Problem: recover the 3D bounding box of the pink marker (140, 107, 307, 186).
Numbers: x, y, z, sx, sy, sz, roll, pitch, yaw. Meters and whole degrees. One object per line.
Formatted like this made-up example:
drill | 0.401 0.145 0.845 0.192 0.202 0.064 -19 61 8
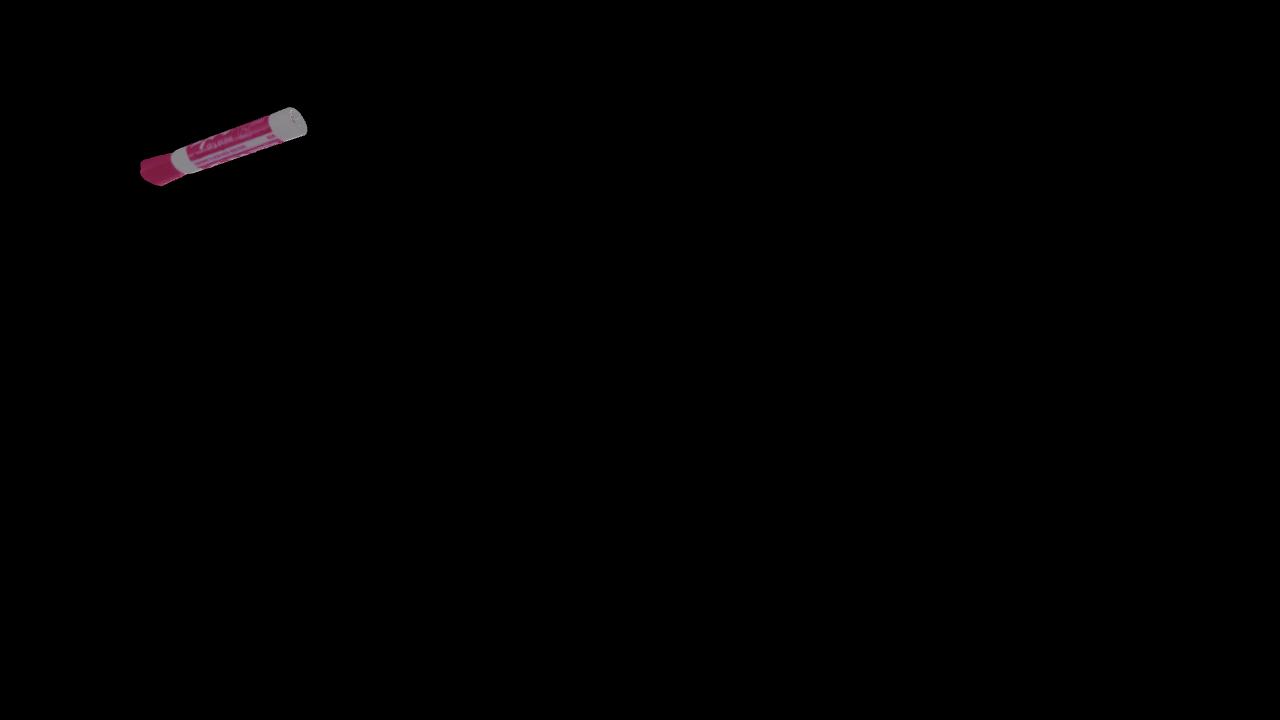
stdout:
pink marker | -0.288 -0.145 0.422 0.121 0.020 0.020 -16 -2 8
